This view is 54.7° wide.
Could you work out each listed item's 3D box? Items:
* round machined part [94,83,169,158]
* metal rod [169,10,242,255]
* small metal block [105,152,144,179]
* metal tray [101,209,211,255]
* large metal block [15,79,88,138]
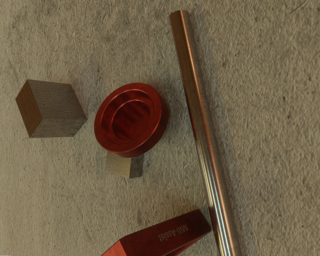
[{"bbox_3d":[-0.033,-0.007,0.405,0.098,0.042,0.098,-11,61,22],"label":"round machined part"},{"bbox_3d":[0.051,0.005,0.362,0.025,0.025,0.299,-18,79,38],"label":"metal rod"},{"bbox_3d":[-0.051,0.041,0.447,0.050,0.025,0.050,11,97,39],"label":"small metal block"},{"bbox_3d":[-0.012,0.138,0.346,0.090,0.131,0.030,-48,62,30],"label":"metal tray"},{"bbox_3d":[-0.182,-0.031,0.519,0.050,0.081,0.080,-44,64,31],"label":"large metal block"}]
